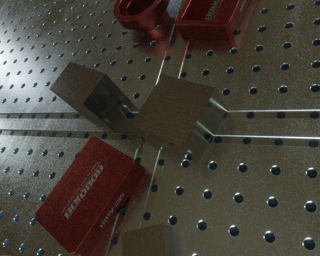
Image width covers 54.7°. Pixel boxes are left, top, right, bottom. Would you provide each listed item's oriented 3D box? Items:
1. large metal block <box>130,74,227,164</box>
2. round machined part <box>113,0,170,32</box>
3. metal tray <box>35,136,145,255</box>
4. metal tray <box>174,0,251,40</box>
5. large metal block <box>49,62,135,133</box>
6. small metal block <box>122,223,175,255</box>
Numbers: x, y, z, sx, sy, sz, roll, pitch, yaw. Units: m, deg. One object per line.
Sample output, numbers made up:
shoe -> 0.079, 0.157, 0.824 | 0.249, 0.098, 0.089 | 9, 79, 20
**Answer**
large metal block -> 0.024, -0.013, 0.387 | 0.080, 0.050, 0.080 | 21, 73, 36
round machined part -> -0.028, -0.208, 0.540 | 0.098, 0.042, 0.098 | -13, 56, 21
metal tray -> -0.091, 0.084, 0.401 | 0.090, 0.030, 0.130 | 25, 75, 36
metal tray -> 0.089, -0.197, 0.479 | 0.090, 0.030, 0.130 | 13, 68, 33
large metal block -> -0.097, -0.044, 0.451 | 0.080, 0.080, 0.050 | 23, 75, 36
small metal block -> -0.012, 0.135, 0.332 | 0.050, 0.025, 0.050 | -19, 54, 17
